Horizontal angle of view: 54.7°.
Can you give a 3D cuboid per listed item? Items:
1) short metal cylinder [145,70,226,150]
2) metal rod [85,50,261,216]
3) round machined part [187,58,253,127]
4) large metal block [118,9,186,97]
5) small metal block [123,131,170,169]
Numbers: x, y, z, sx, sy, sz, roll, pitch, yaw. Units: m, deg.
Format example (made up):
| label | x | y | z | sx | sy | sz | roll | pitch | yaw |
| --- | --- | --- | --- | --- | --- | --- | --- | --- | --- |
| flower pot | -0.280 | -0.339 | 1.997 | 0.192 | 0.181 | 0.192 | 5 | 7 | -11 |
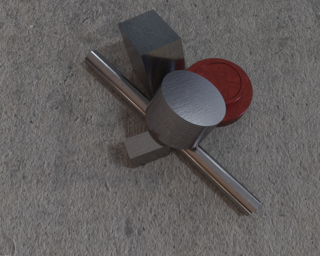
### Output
| label | x | y | z | sx | sy | sz | roll | pitch | yaw |
| --- | --- | --- | --- | --- | --- | --- | --- | --- | --- |
| short metal cylinder | 0.029 | -0.021 | 0.365 | 0.081 | 0.050 | 0.080 | 14 | 51 | -18 |
| metal rod | 0.008 | -0.002 | 0.411 | 0.300 | 0.025 | 0.025 | 43 | 75 | 14 |
| round machined part | 0.077 | -0.054 | 0.420 | 0.099 | 0.042 | 0.098 | 0 | 70 | -1 |
| large metal block | -0.007 | -0.093 | 0.403 | 0.050 | 0.080 | 0.080 | -26 | 50 | -8 |
| small metal block | -0.016 | 0.025 | 0.387 | 0.050 | 0.050 | 0.025 | -20 | 71 | -8 |
